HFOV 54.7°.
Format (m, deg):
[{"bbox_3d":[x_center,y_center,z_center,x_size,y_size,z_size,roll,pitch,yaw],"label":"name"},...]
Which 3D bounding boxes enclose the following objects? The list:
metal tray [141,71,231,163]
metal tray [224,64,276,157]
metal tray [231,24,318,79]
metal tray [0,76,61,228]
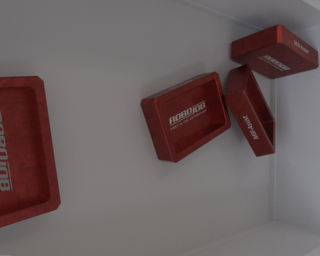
[{"bbox_3d":[0.042,-0.019,0.438,0.131,0.030,0.090,-28,108,-36],"label":"metal tray"},{"bbox_3d":[0.152,-0.028,0.509,0.130,0.030,0.090,55,36,-26],"label":"metal tray"},{"bbox_3d":[0.195,-0.123,0.525,0.131,0.090,0.030,13,76,-39],"label":"metal tray"},{"bbox_3d":[-0.147,0.021,0.279,0.091,0.030,0.129,-11,97,-39],"label":"metal tray"}]
